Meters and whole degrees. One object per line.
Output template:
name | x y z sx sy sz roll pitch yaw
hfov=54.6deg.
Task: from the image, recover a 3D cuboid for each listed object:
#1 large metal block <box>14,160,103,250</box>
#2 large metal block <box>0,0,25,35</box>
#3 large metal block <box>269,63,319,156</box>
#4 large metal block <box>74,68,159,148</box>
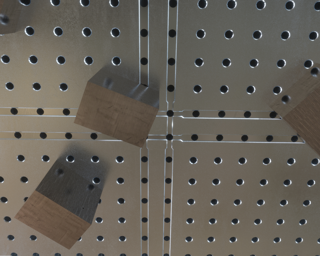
large metal block | -0.132 0.101 0.420 0.080 0.080 0.050 37 106 -13
large metal block | -0.199 -0.158 0.340 0.080 0.050 0.080 24 108 -9
large metal block | 0.203 -0.022 0.393 0.080 0.050 0.080 42 105 -14
large metal block | -0.048 -0.027 0.374 0.080 0.080 0.050 21 109 -8
